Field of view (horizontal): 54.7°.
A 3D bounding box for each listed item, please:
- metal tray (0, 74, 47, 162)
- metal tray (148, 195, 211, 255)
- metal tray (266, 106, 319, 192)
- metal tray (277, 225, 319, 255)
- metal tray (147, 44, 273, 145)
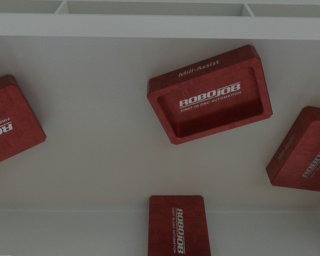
[{"bbox_3d":[-0.216,0.003,0.366,0.131,0.030,0.090,-27,132,-17],"label":"metal tray"},{"bbox_3d":[0.028,0.166,0.482,0.091,0.130,0.030,0,130,0],"label":"metal tray"},{"bbox_3d":[0.220,0.034,0.437,0.091,0.030,0.129,8,130,-7],"label":"metal tray"},{"bbox_3d":[0.314,0.238,0.613,0.090,0.030,0.129,27,125,-22],"label":"metal tray"},{"bbox_3d":[0.060,-0.035,0.375,0.130,0.030,0.090,-17,128,14],"label":"metal tray"}]
